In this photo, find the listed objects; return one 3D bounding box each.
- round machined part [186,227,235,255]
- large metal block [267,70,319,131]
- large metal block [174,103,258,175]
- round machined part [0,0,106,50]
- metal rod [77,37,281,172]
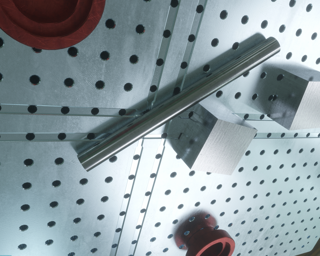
[{"bbox_3d":[0.091,0.230,0.592,0.099,0.042,0.097,-14,124,-21],"label":"round machined part"},{"bbox_3d":[0.229,-0.045,0.492,0.081,0.050,0.079,-4,120,-27],"label":"large metal block"},{"bbox_3d":[0.080,0.018,0.450,0.081,0.050,0.080,13,112,-34],"label":"large metal block"},{"bbox_3d":[-0.101,-0.122,0.270,0.099,0.042,0.097,-14,124,-21],"label":"round machined part"},{"bbox_3d":[0.030,-0.035,0.405,0.301,0.025,0.025,-32,129,-8],"label":"metal rod"}]
